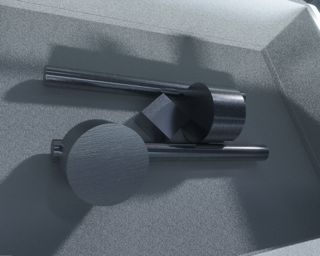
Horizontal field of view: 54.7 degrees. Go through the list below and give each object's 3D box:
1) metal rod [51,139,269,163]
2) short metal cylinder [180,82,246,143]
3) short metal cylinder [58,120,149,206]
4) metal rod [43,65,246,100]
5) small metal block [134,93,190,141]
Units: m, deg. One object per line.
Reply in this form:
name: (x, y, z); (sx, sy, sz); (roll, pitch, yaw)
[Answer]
metal rod: (0.020, 0.031, 0.397); (0.303, 0.025, 0.025); (3, 61, -27)
short metal cylinder: (0.069, -0.019, 0.420); (0.050, 0.080, 0.080); (2, 61, -28)
short metal cylinder: (-0.058, 0.033, 0.315); (0.081, 0.050, 0.079); (-3, 97, -27)
metal rod: (-0.003, -0.055, 0.437); (0.303, 0.025, 0.025); (3, 61, -27)
small metal block: (0.003, -0.011, 0.413); (0.050, 0.025, 0.050); (44, 51, 2)
